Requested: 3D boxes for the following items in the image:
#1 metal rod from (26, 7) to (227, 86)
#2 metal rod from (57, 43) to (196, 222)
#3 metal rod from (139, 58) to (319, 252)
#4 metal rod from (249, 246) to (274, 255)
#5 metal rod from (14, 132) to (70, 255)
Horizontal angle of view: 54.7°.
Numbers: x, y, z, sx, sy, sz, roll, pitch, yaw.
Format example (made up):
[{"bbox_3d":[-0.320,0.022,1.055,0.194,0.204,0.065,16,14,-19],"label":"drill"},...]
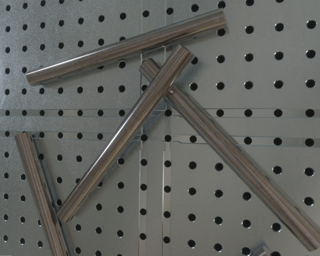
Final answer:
[{"bbox_3d":[-0.059,-0.107,0.432,0.301,0.025,0.025,-12,86,19],"label":"metal rod"},{"bbox_3d":[-0.055,0.019,0.414,0.025,0.025,0.299,43,109,14],"label":"metal rod"},{"bbox_3d":[0.079,0.023,0.384,0.025,0.025,0.300,-46,76,14],"label":"metal rod"},{"bbox_3d":[0.024,0.249,0.403,0.299,0.025,0.025,-43,77,14],"label":"metal rod"},{"bbox_3d":[-0.164,0.150,0.468,0.025,0.025,0.299,-22,83,18],"label":"metal rod"}]
